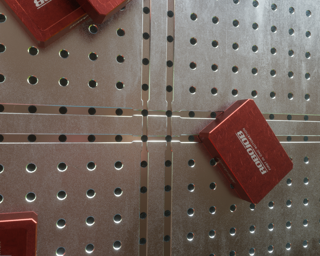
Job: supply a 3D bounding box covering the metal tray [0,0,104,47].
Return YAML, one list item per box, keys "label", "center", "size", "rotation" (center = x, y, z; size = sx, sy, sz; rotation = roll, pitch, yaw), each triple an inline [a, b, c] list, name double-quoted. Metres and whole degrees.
- label: "metal tray"
  center: [-0.117, -0.169, 0.366]
  size: [0.130, 0.030, 0.090]
  rotation: [-41, 103, -15]

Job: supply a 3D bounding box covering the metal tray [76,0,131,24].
- label: "metal tray"
  center: [-0.051, -0.195, 0.357]
  size: [0.130, 0.030, 0.090]
  rotation: [-44, 104, -16]

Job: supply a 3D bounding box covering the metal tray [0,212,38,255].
- label: "metal tray"
  center: [-0.185, 0.164, 0.341]
  size: [0.091, 0.030, 0.129]
  rotation: [1, 90, -20]

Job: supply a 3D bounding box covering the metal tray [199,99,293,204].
- label: "metal tray"
  center: [0.129, 0.034, 0.457]
  size: [0.090, 0.030, 0.130]
  rotation: [-39, 103, -16]
